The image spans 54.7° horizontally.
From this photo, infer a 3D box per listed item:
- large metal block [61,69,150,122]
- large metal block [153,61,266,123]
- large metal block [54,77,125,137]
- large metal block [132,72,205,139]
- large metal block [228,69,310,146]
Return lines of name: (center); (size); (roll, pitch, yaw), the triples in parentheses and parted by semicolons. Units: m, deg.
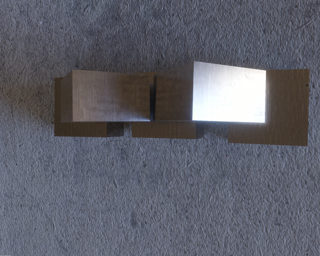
large metal block: (-0.065, -0.032, 0.349); (0.081, 0.080, 0.050); (-1, 91, -26)
large metal block: (0.047, -0.031, 0.313); (0.080, 0.081, 0.050); (2, 90, 64)
large metal block: (-0.097, -0.028, 0.430); (0.080, 0.050, 0.079); (0, 90, 19)
large metal block: (0.012, -0.028, 0.392); (0.080, 0.050, 0.079); (1, 90, 19)
large metal block: (0.123, -0.022, 0.354); (0.080, 0.050, 0.079); (2, 91, 19)
